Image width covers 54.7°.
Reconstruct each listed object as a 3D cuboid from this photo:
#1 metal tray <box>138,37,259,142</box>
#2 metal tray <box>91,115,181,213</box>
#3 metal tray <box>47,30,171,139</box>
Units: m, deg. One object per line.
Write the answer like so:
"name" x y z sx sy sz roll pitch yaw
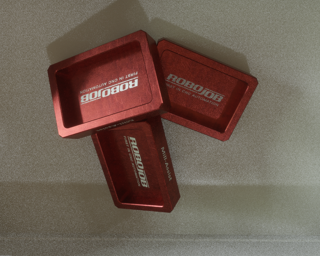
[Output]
"metal tray" 0.043 -0.047 0.391 0.131 0.030 0.089 21 109 -8
"metal tray" -0.032 0.047 0.405 0.090 0.030 0.129 -3 113 27
"metal tray" -0.061 -0.046 0.356 0.130 0.030 0.090 -16 81 18
